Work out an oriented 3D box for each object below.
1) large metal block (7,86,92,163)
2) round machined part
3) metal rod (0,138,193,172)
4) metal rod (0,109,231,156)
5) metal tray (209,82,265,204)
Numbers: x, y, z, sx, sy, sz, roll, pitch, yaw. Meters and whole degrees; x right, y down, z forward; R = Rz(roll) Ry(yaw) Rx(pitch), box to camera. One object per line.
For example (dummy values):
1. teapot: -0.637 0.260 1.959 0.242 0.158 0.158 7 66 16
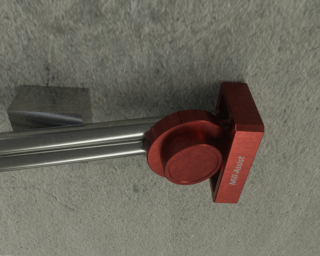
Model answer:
1. large metal block: -0.129 -0.003 0.383 0.081 0.050 0.079 2 130 -3
2. round machined part: 0.034 0.029 0.359 0.099 0.042 0.097 -8 133 -8
3. metal rod: -0.067 0.026 0.371 0.302 0.025 0.025 -6 131 -12
4. metal rod: -0.065 0.005 0.353 0.302 0.025 0.025 -6 131 -12
5. metal tray: 0.086 0.020 0.384 0.030 0.090 0.129 3 130 -3
